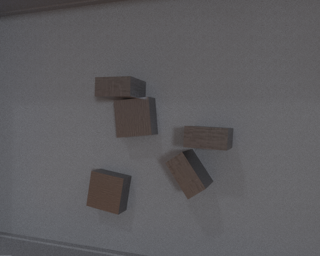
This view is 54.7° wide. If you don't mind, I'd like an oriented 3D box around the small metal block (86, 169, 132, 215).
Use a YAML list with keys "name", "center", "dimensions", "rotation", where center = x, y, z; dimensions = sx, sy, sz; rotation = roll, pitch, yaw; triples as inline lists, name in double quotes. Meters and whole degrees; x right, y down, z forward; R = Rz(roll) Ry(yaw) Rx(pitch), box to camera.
- name: "small metal block"
  center: [-0.071, 0.088, 0.435]
  dimensions: [0.050, 0.025, 0.050]
  rotation: [10, 93, 19]

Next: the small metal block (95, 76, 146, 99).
- name: "small metal block"
  center: [-0.052, -0.052, 0.414]
  dimensions: [0.050, 0.050, 0.025]
  rotation: [2, 90, 19]

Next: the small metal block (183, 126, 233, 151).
- name: "small metal block"
  center: [0.060, 0.011, 0.376]
  dimensions: [0.050, 0.050, 0.025]
  rotation: [4, 91, 19]

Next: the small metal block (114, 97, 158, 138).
- name: "small metal block"
  center: [-0.032, -0.014, 0.421]
  dimensions: [0.050, 0.025, 0.050]
  rotation: [-5, 89, 19]

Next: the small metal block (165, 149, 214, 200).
- name: "small metal block"
  center: [0.038, 0.055, 0.383]
  dimensions: [0.025, 0.050, 0.050]
  rotation: [-35, 79, 16]
